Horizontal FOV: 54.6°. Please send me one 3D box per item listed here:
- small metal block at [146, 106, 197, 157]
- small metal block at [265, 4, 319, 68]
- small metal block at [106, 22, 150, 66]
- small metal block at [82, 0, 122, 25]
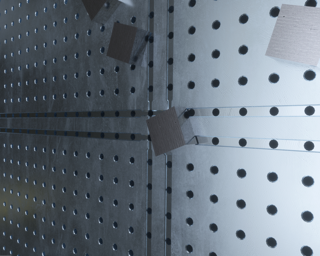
[{"bbox_3d":[0.014,0.005,0.399,0.050,0.025,0.050,-25,74,37],"label":"small metal block"},{"bbox_3d":[0.137,-0.087,0.297,0.050,0.025,0.050,25,106,37],"label":"small metal block"},{"bbox_3d":[-0.047,-0.122,0.449,0.050,0.025,0.050,27,107,37],"label":"small metal block"},{"bbox_3d":[-0.093,-0.201,0.488,0.050,0.025,0.050,-40,66,33],"label":"small metal block"}]
